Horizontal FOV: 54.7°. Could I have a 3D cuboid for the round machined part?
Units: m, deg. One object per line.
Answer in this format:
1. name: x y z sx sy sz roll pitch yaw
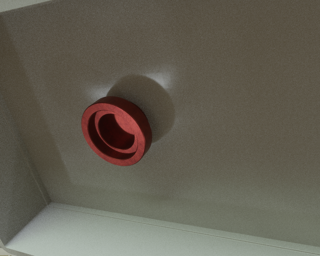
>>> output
1. round machined part: -0.055 0.000 0.425 0.098 0.042 0.097 13 124 20
